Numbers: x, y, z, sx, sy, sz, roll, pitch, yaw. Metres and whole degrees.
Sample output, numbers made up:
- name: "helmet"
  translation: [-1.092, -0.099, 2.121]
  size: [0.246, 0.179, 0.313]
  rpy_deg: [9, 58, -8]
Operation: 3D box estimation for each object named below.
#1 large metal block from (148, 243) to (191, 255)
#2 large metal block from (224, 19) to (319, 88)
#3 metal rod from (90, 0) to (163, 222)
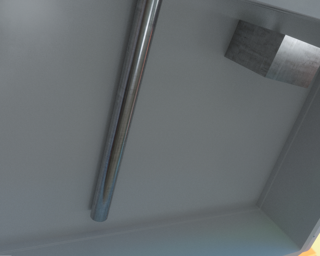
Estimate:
- name: "large metal block"
  translation: [0.012, 0.264, 0.568]
  size: [0.080, 0.050, 0.080]
  rpy_deg: [28, 103, -38]
- name: "large metal block"
  translation: [0.145, -0.095, 0.396]
  size: [0.081, 0.080, 0.050]
  rpy_deg: [6, 115, -32]
- name: "metal rod"
  translation: [-0.048, -0.006, 0.379]
  size: [0.025, 0.025, 0.298]
  rpy_deg: [2, 118, -30]
